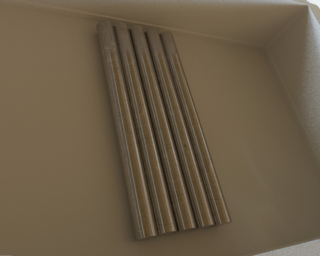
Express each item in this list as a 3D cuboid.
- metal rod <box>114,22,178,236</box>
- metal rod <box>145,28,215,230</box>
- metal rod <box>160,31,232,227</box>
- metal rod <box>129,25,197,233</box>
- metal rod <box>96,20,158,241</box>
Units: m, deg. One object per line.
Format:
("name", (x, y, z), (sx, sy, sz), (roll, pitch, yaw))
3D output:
("metal rod", (-0.026, -0.017, 0.400), (0.025, 0.025, 0.299), (0, 62, -28))
("metal rod", (0.019, -0.016, 0.424), (0.025, 0.025, 0.299), (0, 62, -28))
("metal rod", (0.042, -0.015, 0.436), (0.025, 0.025, 0.299), (0, 62, -28))
("metal rod", (-0.004, -0.016, 0.412), (0.025, 0.025, 0.299), (0, 62, -28))
("metal rod", (-0.047, -0.016, 0.388), (0.025, 0.025, 0.299), (0, 62, -28))
